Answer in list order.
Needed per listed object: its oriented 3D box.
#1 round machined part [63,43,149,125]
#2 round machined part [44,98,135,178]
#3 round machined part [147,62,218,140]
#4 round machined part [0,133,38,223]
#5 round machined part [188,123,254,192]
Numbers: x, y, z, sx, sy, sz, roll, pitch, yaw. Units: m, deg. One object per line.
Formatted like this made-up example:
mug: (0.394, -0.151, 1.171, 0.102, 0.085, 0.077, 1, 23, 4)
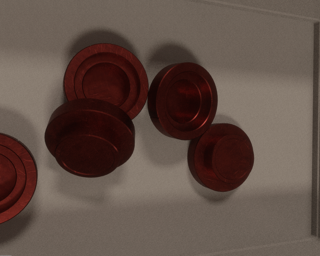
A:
round machined part: (-0.067, -0.050, 0.377, 0.099, 0.042, 0.097, 0, 90, -20)
round machined part: (-0.077, 0.018, 0.344, 0.099, 0.042, 0.097, -2, 132, -1)
round machined part: (0.025, -0.035, 0.404, 0.099, 0.042, 0.097, -5, 99, -33)
round machined part: (-0.185, 0.052, 0.333, 0.099, 0.042, 0.097, 0, 90, -21)
round machined part: (0.092, 0.042, 0.437, 0.099, 0.042, 0.097, 0, 90, -21)
